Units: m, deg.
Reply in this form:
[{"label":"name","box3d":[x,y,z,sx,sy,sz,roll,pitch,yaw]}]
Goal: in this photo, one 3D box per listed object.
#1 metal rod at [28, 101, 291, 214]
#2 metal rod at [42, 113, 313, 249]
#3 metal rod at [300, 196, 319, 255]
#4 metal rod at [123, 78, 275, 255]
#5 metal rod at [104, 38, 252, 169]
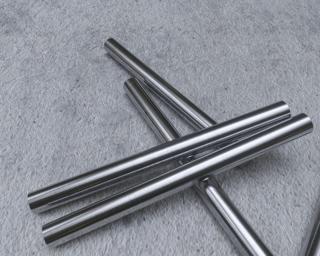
[{"label":"metal rod","box3d":[0.004,0.030,0.348,0.302,0.025,0.025,-20,52,-5]},{"label":"metal rod","box3d":[0.026,0.052,0.330,0.302,0.025,0.025,-23,53,-7]},{"label":"metal rod","box3d":[0.173,0.097,0.322,0.025,0.025,0.301,26,55,20]},{"label":"metal rod","box3d":[0.031,0.036,0.372,0.025,0.025,0.300,-23,54,-18]},{"label":"metal rod","box3d":[0.011,-0.050,0.444,0.025,0.025,0.300,-32,57,-24]}]
